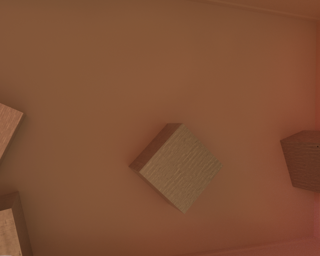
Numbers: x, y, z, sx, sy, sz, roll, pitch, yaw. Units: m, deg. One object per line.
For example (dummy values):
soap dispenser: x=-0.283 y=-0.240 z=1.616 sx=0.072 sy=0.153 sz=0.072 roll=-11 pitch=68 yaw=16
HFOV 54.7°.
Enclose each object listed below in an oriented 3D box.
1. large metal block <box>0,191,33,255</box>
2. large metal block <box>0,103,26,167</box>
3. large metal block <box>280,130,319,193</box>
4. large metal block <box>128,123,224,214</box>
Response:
large metal block: x=-0.168 y=0.118 z=0.320 sx=0.050 sy=0.080 sz=0.080 roll=-12 pitch=94 yaw=-20
large metal block: x=-0.199 y=0.004 z=0.324 sx=0.080 sy=0.050 sz=0.080 roll=26 pitch=82 yaw=-18
large metal block: x=0.240 y=0.050 z=0.469 sx=0.050 sy=0.080 sz=0.080 roll=-20 pitch=97 yaw=-19
large metal block: x=0.020 y=0.050 z=0.405 sx=0.080 sy=0.050 sz=0.080 roll=46 pitch=76 yaw=-15
